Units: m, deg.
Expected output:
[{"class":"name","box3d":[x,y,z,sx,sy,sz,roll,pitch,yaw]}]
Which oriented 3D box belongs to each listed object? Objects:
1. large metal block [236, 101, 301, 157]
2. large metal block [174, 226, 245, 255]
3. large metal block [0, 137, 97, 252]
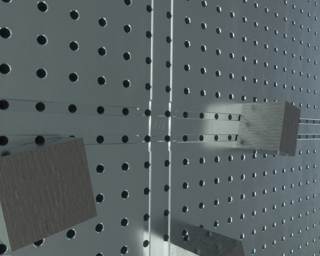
[{"class":"large metal block","box3d":[0.182,0.002,0.524,0.050,0.080,0.080,18,79,-39]},{"class":"large metal block","box3d":[0.074,0.196,0.435,0.050,0.080,0.080,-24,106,-37]},{"class":"large metal block","box3d":[-0.115,0.056,0.296,0.081,0.050,0.080,-14,99,-39]}]
